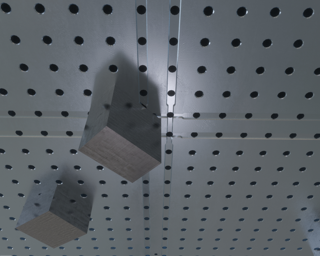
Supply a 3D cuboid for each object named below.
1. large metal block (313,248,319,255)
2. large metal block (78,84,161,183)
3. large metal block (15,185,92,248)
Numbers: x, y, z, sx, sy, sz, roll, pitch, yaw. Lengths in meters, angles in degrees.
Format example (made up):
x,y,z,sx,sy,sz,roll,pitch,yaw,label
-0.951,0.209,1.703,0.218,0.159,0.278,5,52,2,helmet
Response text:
x,y,z,sx,sy,sz,roll,pitch,yaw,label
0.370,0.282,0.618,0.080,0.080,0.050,14,129,-12,large metal block
-0.045,0.007,0.381,0.080,0.080,0.050,37,121,-27,large metal block
-0.176,0.151,0.522,0.080,0.050,0.080,-29,124,22,large metal block
